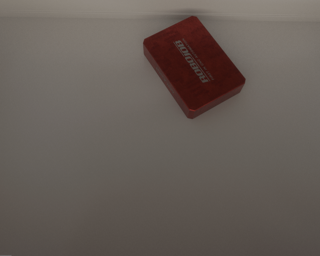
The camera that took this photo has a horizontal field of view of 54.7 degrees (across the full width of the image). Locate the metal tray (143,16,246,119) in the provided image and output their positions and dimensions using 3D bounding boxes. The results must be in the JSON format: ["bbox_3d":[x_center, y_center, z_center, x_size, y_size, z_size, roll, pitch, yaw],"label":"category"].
[{"bbox_3d":[0.046,-0.088,0.440,0.090,0.030,0.130,-29,73,-11],"label":"metal tray"}]
